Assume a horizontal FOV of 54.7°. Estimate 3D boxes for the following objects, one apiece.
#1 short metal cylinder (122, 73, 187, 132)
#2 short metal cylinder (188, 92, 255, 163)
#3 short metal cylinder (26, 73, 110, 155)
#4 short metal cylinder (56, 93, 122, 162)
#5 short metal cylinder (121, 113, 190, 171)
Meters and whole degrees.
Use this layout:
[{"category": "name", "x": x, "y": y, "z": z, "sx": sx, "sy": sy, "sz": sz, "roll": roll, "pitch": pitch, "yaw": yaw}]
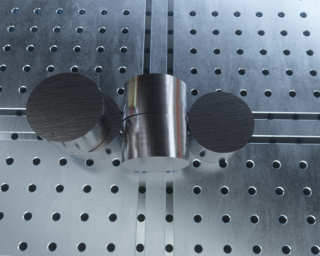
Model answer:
[{"category": "short metal cylinder", "x": -0.006, "y": -0.028, "z": 0.393, "sx": 0.081, "sy": 0.080, "sz": 0.050, "roll": 1, "pitch": 71, "yaw": 0}, {"category": "short metal cylinder", "x": 0.074, "y": 0.000, "z": 0.398, "sx": 0.081, "sy": 0.050, "sz": 0.080, "roll": 0, "pitch": 70, "yaw": 0}, {"category": "short metal cylinder", "x": -0.100, "y": -0.015, "z": 0.348, "sx": 0.081, "sy": 0.050, "sz": 0.080, "roll": 0, "pitch": 70, "yaw": 0}, {"category": "short metal cylinder", "x": -0.087, "y": -0.001, "z": 0.398, "sx": 0.081, "sy": 0.050, "sz": 0.080, "roll": 0, "pitch": 70, "yaw": 0}, {"category": "short metal cylinder", "x": -0.006, "y": 0.020, "z": 0.375, "sx": 0.081, "sy": 0.080, "sz": 0.050, "roll": -1, "pitch": 70, "yaw": -1}]
